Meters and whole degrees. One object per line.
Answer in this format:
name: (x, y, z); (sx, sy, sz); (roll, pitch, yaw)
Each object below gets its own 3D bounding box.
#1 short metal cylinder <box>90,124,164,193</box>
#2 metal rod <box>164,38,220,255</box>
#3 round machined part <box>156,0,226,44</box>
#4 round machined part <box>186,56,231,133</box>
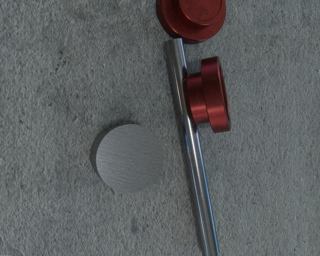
short metal cylinder: (-0.042, 0.035, 0.381); (0.081, 0.050, 0.080); (0, 90, -20)
metal rod: (0.045, 0.029, 0.425); (0.025, 0.025, 0.298); (-12, 94, -20)
round machined part: (0.047, -0.167, 0.417); (0.099, 0.042, 0.097); (0, 90, -20)
round machined part: (0.063, -0.041, 0.404); (0.042, 0.098, 0.097); (-9, 94, 16)
